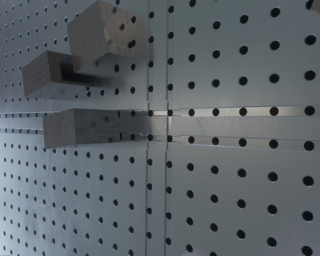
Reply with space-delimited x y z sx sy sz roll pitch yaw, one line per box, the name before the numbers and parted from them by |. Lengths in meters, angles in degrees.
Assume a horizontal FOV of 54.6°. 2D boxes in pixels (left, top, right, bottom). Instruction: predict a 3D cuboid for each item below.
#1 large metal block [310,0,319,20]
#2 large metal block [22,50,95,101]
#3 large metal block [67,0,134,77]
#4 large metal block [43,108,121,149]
large metal block | 0.181 -0.120 0.244 0.080 0.050 0.080 28 108 36
large metal block | -0.169 -0.083 0.515 0.080 0.081 0.050 -17 79 39
large metal block | -0.092 -0.132 0.470 0.080 0.050 0.080 -18 78 38
large metal block | -0.120 0.002 0.474 0.080 0.081 0.050 -9 84 40
